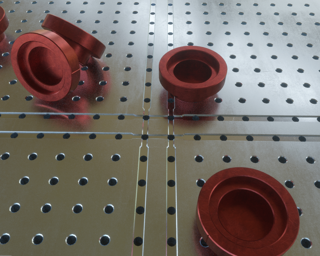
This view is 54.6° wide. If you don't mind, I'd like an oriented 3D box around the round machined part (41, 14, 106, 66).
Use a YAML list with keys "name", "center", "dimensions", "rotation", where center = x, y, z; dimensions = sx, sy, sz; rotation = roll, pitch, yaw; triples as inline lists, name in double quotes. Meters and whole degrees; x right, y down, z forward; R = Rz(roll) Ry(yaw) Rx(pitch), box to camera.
- name: "round machined part"
  center: [-0.138, -0.132, 0.483]
  dimensions: [0.098, 0.098, 0.042]
  rotation: [28, 91, 21]

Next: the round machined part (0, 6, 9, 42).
- name: "round machined part"
  center: [-0.316, -0.175, 0.543]
  dimensions: [0.099, 0.042, 0.098]
  rotation: [0, 50, 0]

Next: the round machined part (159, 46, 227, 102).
- name: "round machined part"
  center: [0.047, -0.076, 0.461]
  dimensions: [0.099, 0.042, 0.098]
  rotation: [0, 50, 0]

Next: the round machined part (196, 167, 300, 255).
- name: "round machined part"
  center: [0.086, 0.093, 0.319]
  dimensions: [0.099, 0.042, 0.098]
  rotation: [0, 50, 0]

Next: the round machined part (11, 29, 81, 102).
- name: "round machined part"
  center: [-0.155, -0.090, 0.439]
  dimensions: [0.098, 0.097, 0.042]
  rotation: [16, 33, 13]
